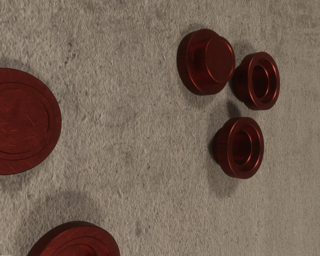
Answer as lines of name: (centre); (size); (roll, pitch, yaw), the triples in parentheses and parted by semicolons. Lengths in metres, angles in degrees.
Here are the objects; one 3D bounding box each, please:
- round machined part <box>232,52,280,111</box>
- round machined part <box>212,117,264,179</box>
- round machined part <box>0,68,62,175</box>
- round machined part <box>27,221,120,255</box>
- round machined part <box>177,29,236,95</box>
round machined part: (0.162, -0.078, 0.533); (0.099, 0.042, 0.097); (0, 90, -40)
round machined part: (0.122, 0.031, 0.499); (0.099, 0.042, 0.097); (0, 90, -40)
round machined part: (-0.136, -0.006, 0.280); (0.099, 0.042, 0.097); (0, 90, -40)
round machined part: (-0.093, 0.144, 0.317); (0.099, 0.042, 0.097); (0, 90, -40)
round machined part: (0.075, -0.098, 0.459); (0.099, 0.042, 0.097); (0, 90, -40)
